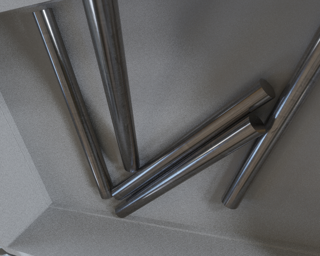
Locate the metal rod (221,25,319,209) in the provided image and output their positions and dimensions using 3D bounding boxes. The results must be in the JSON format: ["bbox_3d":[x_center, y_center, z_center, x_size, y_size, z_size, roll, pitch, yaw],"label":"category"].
[{"bbox_3d":[0.131,-0.014,0.330,0.025,0.025,0.298,26,128,11],"label":"metal rod"}]

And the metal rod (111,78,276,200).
[{"bbox_3d":[0.022,0.033,0.416,0.025,0.025,0.299,47,129,-5],"label":"metal rod"}]

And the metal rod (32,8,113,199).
[{"bbox_3d":[-0.119,-0.019,0.457,0.025,0.025,0.298,1,119,27],"label":"metal rod"}]

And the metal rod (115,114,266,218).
[{"bbox_3d":[0.019,0.068,0.430,0.025,0.025,0.299,46,132,-4],"label":"metal rod"}]

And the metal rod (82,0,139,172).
[{"bbox_3d":[-0.043,-0.022,0.339,0.025,0.025,0.299,23,152,14],"label":"metal rod"}]
